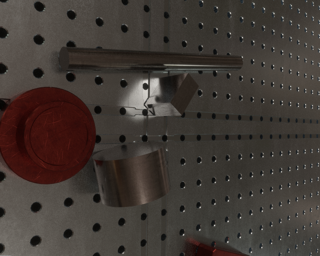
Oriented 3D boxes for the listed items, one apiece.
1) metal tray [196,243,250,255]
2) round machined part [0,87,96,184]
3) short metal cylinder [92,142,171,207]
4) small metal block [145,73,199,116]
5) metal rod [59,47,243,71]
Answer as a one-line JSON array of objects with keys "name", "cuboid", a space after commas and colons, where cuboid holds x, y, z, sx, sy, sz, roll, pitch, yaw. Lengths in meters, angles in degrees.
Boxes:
[{"name": "metal tray", "cuboid": [0.103, 0.243, 0.495, 0.131, 0.030, 0.090, 28, 72, -37]}, {"name": "round machined part", "cuboid": [-0.107, 0.007, 0.309, 0.099, 0.042, 0.097, 0, 90, -40]}, {"name": "short metal cylinder", "cuboid": [-0.031, 0.049, 0.349, 0.081, 0.080, 0.050, -16, 100, -39]}, {"name": "small metal block", "cuboid": [0.015, -0.043, 0.408, 0.025, 0.050, 0.050, 46, 62, -31]}, {"name": "metal rod", "cuboid": [0.014, -0.091, 0.422, 0.302, 0.025, 0.025, -9, 96, -40]}]
